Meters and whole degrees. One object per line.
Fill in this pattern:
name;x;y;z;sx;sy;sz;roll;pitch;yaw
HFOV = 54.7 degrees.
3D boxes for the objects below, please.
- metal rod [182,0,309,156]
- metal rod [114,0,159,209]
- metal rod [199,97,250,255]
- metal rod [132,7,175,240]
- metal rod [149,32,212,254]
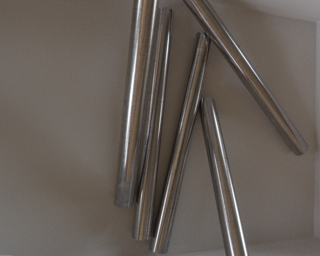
metal rod;0.130;-0.069;0.441;0.025;0.025;0.300;-48;111;-14
metal rod;-0.026;-0.042;0.340;0.025;0.025;0.298;0;113;-20
metal rod;0.080;0.094;0.364;0.025;0.025;0.299;5;59;-20
metal rod;-0.009;-0.007;0.407;0.025;0.025;0.298;7;88;-20
metal rod;0.030;0.017;0.421;0.025;0.025;0.299;14;85;-20
